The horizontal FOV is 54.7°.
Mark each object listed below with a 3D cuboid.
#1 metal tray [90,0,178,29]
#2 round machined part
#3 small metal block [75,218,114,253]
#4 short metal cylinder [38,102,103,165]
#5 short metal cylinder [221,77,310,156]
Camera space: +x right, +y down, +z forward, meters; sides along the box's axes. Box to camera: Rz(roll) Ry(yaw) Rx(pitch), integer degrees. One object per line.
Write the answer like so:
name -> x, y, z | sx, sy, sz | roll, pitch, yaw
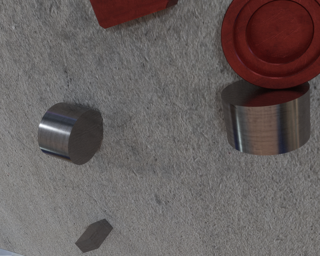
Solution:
metal tray -> -0.043, -0.179, 0.316 | 0.090, 0.030, 0.129 | -7, 115, 31
round machined part -> 0.109, -0.088, 0.282 | 0.098, 0.042, 0.097 | 12, 121, 21
small metal block -> -0.123, 0.202, 0.581 | 0.050, 0.050, 0.025 | -31, 101, 38
short metal cylinder -> -0.125, 0.008, 0.442 | 0.050, 0.080, 0.079 | 15, 124, 20
short metal cylinder -> 0.104, -0.016, 0.307 | 0.080, 0.080, 0.050 | 1, 119, 28
